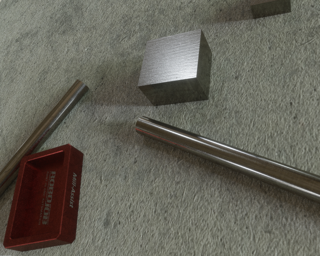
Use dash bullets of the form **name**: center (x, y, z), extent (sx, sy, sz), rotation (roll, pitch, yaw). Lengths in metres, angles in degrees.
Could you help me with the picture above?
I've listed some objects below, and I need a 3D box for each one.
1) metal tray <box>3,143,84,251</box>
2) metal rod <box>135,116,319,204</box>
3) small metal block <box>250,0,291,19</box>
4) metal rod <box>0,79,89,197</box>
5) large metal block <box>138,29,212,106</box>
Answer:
- **metal tray**: center (-0.155, 0.093, 0.422), extent (0.090, 0.030, 0.130), rotation (-16, 55, 18)
- **metal rod**: center (0.092, 0.037, 0.332), extent (0.300, 0.025, 0.025), rotation (20, 72, 35)
- **small metal block**: center (0.156, -0.185, 0.435), extent (0.050, 0.025, 0.050), rotation (-2, 61, 26)
- **metal rod**: center (-0.216, 0.045, 0.486), extent (0.025, 0.025, 0.300), rotation (29, 77, 37)
- **large metal block**: center (0.023, -0.081, 0.424), extent (0.080, 0.050, 0.080), rotation (-5, 59, 25)
